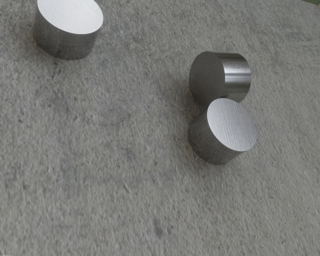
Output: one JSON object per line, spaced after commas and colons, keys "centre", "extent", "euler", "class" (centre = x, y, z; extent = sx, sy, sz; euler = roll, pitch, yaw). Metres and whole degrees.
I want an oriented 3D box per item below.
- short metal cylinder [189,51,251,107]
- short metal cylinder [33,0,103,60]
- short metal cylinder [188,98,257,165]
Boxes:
{"centre": [0.088, -0.073, 0.462], "extent": [0.050, 0.080, 0.080], "euler": [-6, 65, -31], "class": "short metal cylinder"}
{"centre": [-0.121, -0.137, 0.407], "extent": [0.081, 0.050, 0.080], "euler": [14, 56, -21], "class": "short metal cylinder"}
{"centre": [0.086, 0.005, 0.432], "extent": [0.081, 0.050, 0.080], "euler": [13, 58, -22], "class": "short metal cylinder"}
